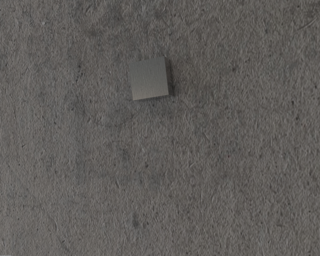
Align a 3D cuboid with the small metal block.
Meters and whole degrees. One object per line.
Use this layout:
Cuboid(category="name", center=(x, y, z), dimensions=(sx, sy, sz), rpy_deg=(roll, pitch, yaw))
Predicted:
Cuboid(category="small metal block", center=(-0.011, -0.064, 0.413), dimensions=(0.050, 0.025, 0.050), rpy_deg=(-7, 88, 20))
